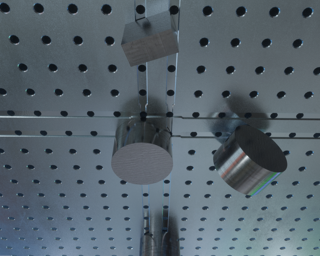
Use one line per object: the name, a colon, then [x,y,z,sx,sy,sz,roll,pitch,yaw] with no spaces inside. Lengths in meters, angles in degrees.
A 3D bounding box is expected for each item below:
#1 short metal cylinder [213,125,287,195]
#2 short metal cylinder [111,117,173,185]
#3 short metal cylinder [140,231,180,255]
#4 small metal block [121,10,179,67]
short metal cylinder: [0.119,0.042,0.412,0.080,0.080,0.050,21,127,-17]
short metal cylinder: [-0.023,0.032,0.422,0.081,0.050,0.079,-1,130,-1]
short metal cylinder: [0.000,0.246,0.605,0.081,0.050,0.079,0,130,0]
small metal block: [-0.009,-0.092,0.316,0.050,0.050,0.025,-14,129,12]
